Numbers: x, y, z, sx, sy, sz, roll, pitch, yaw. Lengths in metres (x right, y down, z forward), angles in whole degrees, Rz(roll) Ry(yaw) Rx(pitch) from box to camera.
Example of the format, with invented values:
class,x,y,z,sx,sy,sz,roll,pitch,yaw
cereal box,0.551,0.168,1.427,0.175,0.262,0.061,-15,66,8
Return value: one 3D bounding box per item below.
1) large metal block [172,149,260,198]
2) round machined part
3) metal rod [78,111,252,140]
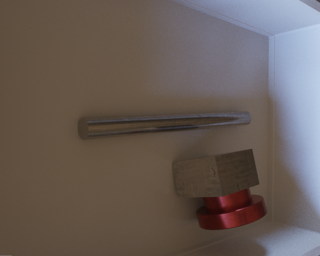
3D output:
class,x,y,z,sx,sy,sz,roll,pitch,yaw
large metal block,0.077,0.063,0.433,0.081,0.080,0.050,-5,82,-40
round machined part,0.100,0.110,0.447,0.099,0.098,0.042,-10,84,-40
metal rod,0.032,-0.008,0.435,0.302,0.025,0.025,-4,93,-40
